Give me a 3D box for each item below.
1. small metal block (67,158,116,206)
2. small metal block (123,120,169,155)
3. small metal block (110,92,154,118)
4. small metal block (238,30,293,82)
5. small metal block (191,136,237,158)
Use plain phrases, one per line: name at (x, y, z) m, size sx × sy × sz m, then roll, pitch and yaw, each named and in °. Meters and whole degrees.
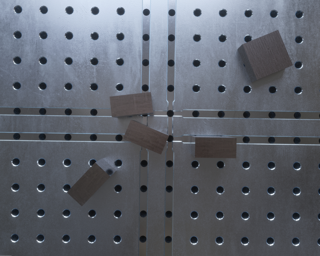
small metal block at (-0.087, 0.068, 0.400) m, size 0.025 × 0.050 × 0.050 m, roll 43°, pitch 90°, yaw 0°
small metal block at (-0.017, 0.011, 0.401) m, size 0.050 × 0.050 × 0.025 m, roll 23°, pitch 90°, yaw 0°
small metal block at (-0.035, -0.029, 0.401) m, size 0.050 × 0.050 × 0.025 m, roll -6°, pitch 90°, yaw 0°
small metal block at (0.140, -0.095, 0.414) m, size 0.050 × 0.025 × 0.050 m, roll -22°, pitch 90°, yaw 0°
small metal block at (0.068, 0.024, 0.401) m, size 0.050 × 0.050 × 0.025 m, roll 1°, pitch 90°, yaw 0°
